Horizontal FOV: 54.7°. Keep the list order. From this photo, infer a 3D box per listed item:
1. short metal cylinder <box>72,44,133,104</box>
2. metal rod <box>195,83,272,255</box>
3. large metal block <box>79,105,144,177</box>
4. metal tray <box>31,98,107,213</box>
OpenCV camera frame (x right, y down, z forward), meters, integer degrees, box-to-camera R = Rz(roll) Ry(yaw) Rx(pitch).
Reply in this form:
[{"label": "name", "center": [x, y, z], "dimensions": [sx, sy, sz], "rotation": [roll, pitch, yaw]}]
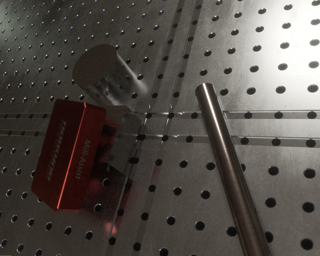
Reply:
[{"label": "short metal cylinder", "center": [-0.090, -0.085, 0.490], "dimensions": [0.080, 0.050, 0.080], "rotation": [-13, 56, 20]}, {"label": "metal rod", "center": [0.082, 0.070, 0.321], "dimensions": [0.025, 0.025, 0.299], "rotation": [-22, 54, 15]}, {"label": "large metal block", "center": [-0.078, 0.017, 0.421], "dimensions": [0.080, 0.050, 0.080], "rotation": [2, 62, 28]}, {"label": "metal tray", "center": [-0.119, 0.031, 0.395], "dimensions": [0.090, 0.030, 0.129], "rotation": [11, 86, 49]}]
